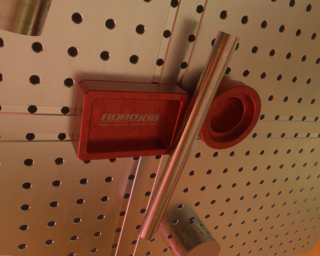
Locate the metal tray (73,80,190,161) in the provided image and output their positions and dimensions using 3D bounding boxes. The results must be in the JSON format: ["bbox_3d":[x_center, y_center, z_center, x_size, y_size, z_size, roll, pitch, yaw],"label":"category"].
[{"bbox_3d":[-0.035,-0.009,0.382,0.131,0.030,0.089,-1,119,-28],"label":"metal tray"}]

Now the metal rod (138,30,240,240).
[{"bbox_3d":[0.030,0.025,0.402,0.025,0.025,0.298,7,114,-32],"label":"metal rod"}]

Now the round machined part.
[{"bbox_3d":[0.089,-0.022,0.435,0.099,0.042,0.097,-14,124,-21],"label":"round machined part"}]

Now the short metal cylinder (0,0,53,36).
[{"bbox_3d":[-0.125,-0.111,0.238,0.081,0.080,0.050,13,112,-34],"label":"short metal cylinder"}]

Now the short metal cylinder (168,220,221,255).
[{"bbox_3d":[0.062,0.216,0.562,0.081,0.050,0.079,-14,124,-21],"label":"short metal cylinder"}]
